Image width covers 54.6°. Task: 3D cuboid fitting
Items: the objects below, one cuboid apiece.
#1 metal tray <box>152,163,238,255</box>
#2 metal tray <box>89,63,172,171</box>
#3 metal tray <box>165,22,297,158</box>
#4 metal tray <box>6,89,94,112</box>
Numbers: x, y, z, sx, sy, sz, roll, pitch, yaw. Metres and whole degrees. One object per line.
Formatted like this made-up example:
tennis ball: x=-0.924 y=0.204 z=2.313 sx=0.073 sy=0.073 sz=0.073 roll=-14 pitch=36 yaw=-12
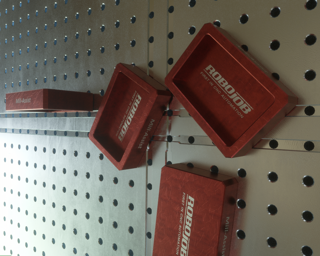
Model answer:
metal tray: x=0.039 y=0.116 z=0.375 sx=0.090 sy=0.030 sz=0.129 roll=10 pitch=96 yaw=39
metal tray: x=-0.048 y=-0.016 z=0.446 sx=0.090 sy=0.030 sz=0.129 roll=40 pitch=114 yaw=33
metal tray: x=0.072 y=-0.043 z=0.347 sx=0.090 sy=0.030 sz=0.130 roll=-52 pitch=60 yaw=27
metal tray: x=-0.187 y=-0.043 z=0.522 sx=0.130 sy=0.091 sz=0.030 roll=1 pitch=91 yaw=40
